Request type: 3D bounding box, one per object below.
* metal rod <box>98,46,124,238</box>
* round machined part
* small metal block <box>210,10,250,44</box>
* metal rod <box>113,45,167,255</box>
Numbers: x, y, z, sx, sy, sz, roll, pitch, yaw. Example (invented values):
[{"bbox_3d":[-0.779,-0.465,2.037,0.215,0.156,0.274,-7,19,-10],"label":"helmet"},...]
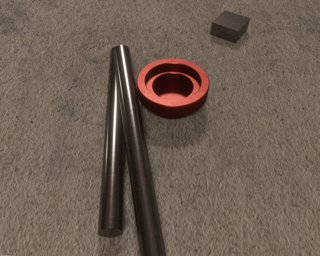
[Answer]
[{"bbox_3d":[-0.059,-0.008,0.409,0.025,0.025,0.300,-2,50,-3],"label":"metal rod"},{"bbox_3d":[0.018,-0.051,0.435,0.099,0.042,0.098,0,50,0],"label":"round machined part"},{"bbox_3d":[0.126,-0.184,0.559,0.050,0.025,0.050,28,55,21],"label":"small metal block"},{"bbox_3d":[-0.032,0.006,0.380,0.025,0.025,0.299,-8,56,-7],"label":"metal rod"}]
